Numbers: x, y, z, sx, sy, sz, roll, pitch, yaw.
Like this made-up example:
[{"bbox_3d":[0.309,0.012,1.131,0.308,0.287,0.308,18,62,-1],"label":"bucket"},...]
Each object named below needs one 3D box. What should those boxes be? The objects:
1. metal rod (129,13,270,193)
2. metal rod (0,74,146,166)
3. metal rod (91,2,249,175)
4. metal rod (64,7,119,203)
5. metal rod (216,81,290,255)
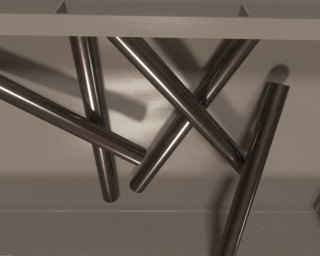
[{"bbox_3d":[0.033,-0.009,0.401,0.025,0.025,0.298,22,127,-18],"label":"metal rod"},{"bbox_3d":[-0.152,-0.031,0.357,0.301,0.025,0.025,28,125,-15],"label":"metal rod"},{"bbox_3d":[0.040,-0.018,0.359,0.025,0.025,0.300,-31,126,23],"label":"metal rod"},{"bbox_3d":[-0.081,-0.002,0.405,0.025,0.025,0.298,-1,130,0],"label":"metal rod"},{"bbox_3d":[0.111,0.088,0.407,0.025,0.025,0.298,10,105,-9],"label":"metal rod"}]
